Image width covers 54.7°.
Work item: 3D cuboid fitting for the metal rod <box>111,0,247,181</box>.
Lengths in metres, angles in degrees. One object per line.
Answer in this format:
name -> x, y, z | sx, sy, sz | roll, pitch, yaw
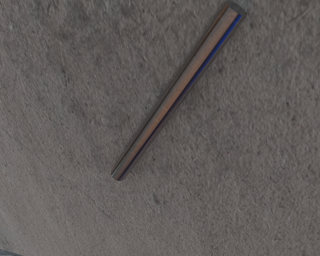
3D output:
metal rod -> 0.004, -0.021, 0.390 | 0.025, 0.025, 0.298 | 38, 129, 2
